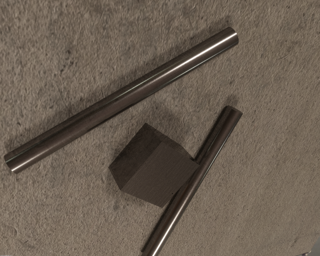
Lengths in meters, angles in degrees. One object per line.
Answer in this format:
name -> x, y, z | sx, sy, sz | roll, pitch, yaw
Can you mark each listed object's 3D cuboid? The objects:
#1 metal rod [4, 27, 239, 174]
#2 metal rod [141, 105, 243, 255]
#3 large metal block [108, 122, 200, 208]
metal rod -> -0.037, -0.037, 0.364 | 0.301, 0.025, 0.025 | -31, 129, -9
metal rod -> 0.044, 0.100, 0.494 | 0.025, 0.025, 0.298 | 15, 110, -35
large metal block -> -0.008, 0.052, 0.420 | 0.080, 0.050, 0.080 | 34, 99, -39
